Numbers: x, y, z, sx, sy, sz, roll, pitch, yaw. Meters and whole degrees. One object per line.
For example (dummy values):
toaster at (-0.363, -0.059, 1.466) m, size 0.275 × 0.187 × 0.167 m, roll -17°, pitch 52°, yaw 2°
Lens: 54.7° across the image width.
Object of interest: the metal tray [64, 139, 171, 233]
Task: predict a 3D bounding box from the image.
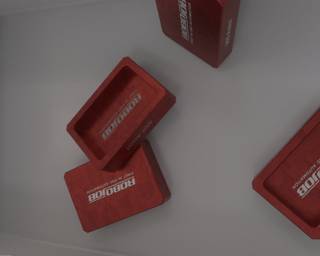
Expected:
metal tray at (-0.061, 0.080, 0.429) m, size 0.130 × 0.030 × 0.090 m, roll -25°, pitch 82°, yaw 18°

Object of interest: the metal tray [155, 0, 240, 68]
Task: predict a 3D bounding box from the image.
metal tray at (0.038, -0.127, 0.340) m, size 0.090 × 0.130 × 0.030 m, roll 38°, pitch 83°, yaw 16°

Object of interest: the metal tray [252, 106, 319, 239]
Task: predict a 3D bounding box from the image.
metal tray at (0.179, 0.045, 0.344) m, size 0.090 × 0.030 × 0.130 m, roll 42°, pitch 103°, yaw 15°

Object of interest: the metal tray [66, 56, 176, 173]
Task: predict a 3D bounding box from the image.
metal tray at (-0.053, -0.018, 0.405) m, size 0.130 × 0.030 × 0.090 m, roll -49°, pitch 60°, yaw 5°
